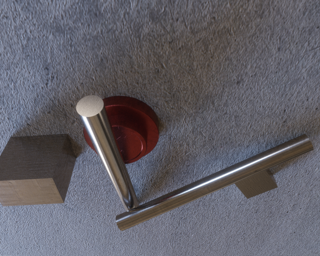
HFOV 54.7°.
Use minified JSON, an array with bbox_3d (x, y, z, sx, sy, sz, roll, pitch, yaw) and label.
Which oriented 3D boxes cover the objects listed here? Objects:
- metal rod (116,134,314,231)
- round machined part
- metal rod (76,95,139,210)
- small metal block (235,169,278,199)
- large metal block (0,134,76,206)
[{"bbox_3d":[0.072,0.083,0.453,0.301,0.025,0.025,-26,126,10],"label":"metal rod"},{"bbox_3d":[-0.050,0.010,0.404,0.099,0.042,0.097,-1,130,0],"label":"round machined part"},{"bbox_3d":[-0.054,0.062,0.406,0.025,0.025,0.299,-3,147,2],"label":"metal rod"},{"bbox_3d":[0.144,0.078,0.476,0.050,0.025,0.050,-28,125,21],"label":"small metal block"},{"bbox_3d":[-0.166,0.055,0.415,0.080,0.080,0.050,-4,130,2],"label":"large metal block"}]
